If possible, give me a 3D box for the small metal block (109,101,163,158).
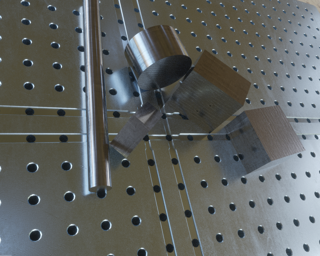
[{"bbox_3d":[-0.027,0.001,0.368,0.025,0.050,0.050,41,27,-2],"label":"small metal block"}]

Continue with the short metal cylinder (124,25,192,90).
[{"bbox_3d":[-0.003,-0.096,0.432,0.081,0.080,0.050,-11,68,-33],"label":"short metal cylinder"}]

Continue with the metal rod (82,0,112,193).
[{"bbox_3d":[-0.085,-0.065,0.403,0.025,0.025,0.299,6,59,-26],"label":"metal rod"}]

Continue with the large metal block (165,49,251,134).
[{"bbox_3d":[0.068,-0.049,0.441,0.080,0.080,0.050,34,51,-6],"label":"large metal block"}]

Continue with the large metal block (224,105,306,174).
[{"bbox_3d":[0.158,0.016,0.470,0.081,0.050,0.080,-10,67,-33],"label":"large metal block"}]
